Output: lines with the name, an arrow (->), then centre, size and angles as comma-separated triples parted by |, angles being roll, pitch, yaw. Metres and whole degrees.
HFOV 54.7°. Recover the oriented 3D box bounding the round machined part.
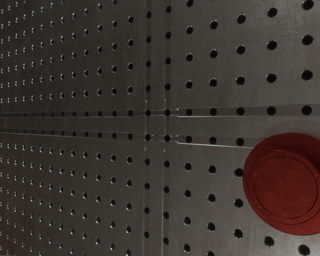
round machined part -> 0.124, 0.053, 0.295 | 0.098, 0.042, 0.097 | 0, 90, 39
